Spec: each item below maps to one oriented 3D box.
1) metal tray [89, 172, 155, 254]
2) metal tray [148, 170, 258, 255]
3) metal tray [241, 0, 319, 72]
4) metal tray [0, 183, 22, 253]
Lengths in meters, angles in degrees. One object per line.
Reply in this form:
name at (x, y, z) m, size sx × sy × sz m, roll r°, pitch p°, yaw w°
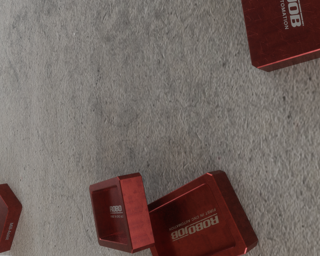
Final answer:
metal tray at (-0.057, 0.114, 0.420) m, size 0.130 × 0.030 × 0.090 m, roll -28°, pitch 72°, yaw 58°
metal tray at (0.038, 0.117, 0.370) m, size 0.130 × 0.030 × 0.090 m, roll -36°, pitch 68°, yaw 34°
metal tray at (0.127, -0.129, 0.297) m, size 0.090 × 0.030 × 0.129 m, roll -12°, pitch 82°, yaw 39°
metal tray at (-0.357, 0.203, 0.697) m, size 0.090 × 0.030 × 0.129 m, roll 35°, pitch 112°, yaw 34°
